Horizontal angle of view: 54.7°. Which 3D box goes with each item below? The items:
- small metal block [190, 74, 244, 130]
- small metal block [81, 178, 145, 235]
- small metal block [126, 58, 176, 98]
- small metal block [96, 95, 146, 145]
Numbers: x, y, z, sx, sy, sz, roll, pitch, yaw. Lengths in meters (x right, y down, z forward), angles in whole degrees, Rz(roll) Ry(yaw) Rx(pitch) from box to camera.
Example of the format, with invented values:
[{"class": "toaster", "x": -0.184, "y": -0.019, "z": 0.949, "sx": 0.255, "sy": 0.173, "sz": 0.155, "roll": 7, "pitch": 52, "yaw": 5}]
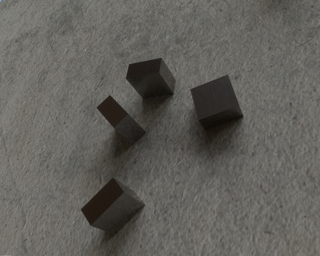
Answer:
[{"class": "small metal block", "x": 0.070, "y": -0.032, "z": 0.386, "sx": 0.050, "sy": 0.025, "sz": 0.050, "roll": -20, "pitch": 54, "yaw": 15}, {"class": "small metal block", "x": -0.053, "y": 0.092, "z": 0.358, "sx": 0.050, "sy": 0.050, "sz": 0.025, "roll": -45, "pitch": 51, "yaw": -3}, {"class": "small metal block", "x": -0.012, "y": -0.068, "z": 0.435, "sx": 0.050, "sy": 0.050, "sz": 0.025, "roll": -5, "pitch": 60, "yaw": 25}, {"class": "small metal block", "x": -0.052, "y": -0.011, "z": 0.420, "sx": 0.025, "sy": 0.050, "sz": 0.050, "roll": -44, "pitch": 51, "yaw": -2}]
